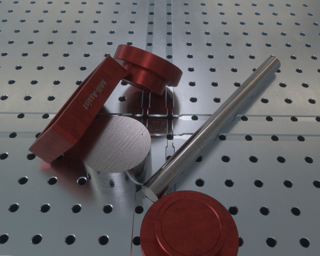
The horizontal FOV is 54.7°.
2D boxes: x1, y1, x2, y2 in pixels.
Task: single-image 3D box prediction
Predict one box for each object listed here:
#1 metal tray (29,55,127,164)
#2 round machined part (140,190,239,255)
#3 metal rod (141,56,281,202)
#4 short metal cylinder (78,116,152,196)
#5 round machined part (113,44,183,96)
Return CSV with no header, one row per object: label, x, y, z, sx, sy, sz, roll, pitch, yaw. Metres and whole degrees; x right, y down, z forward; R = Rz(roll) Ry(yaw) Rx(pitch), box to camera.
metal tray,-0.101,-0.024,0.385,0.030,0.090,0.130,41,51,-18
round machined part,0.029,0.105,0.308,0.099,0.042,0.098,0,50,0
metal rod,0.085,-0.015,0.420,0.025,0.025,0.301,32,57,24
short metal cylinder,-0.050,0.032,0.364,0.081,0.050,0.080,0,50,0
round machined part,-0.021,-0.077,0.438,0.098,0.098,0.042,23,91,18
